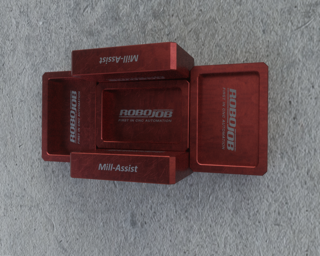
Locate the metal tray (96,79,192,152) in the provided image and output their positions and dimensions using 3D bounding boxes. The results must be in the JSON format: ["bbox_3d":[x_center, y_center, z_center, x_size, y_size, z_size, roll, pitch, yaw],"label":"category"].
[{"bbox_3d":[-0.021,-0.016,0.414,0.130,0.030,0.089,1,90,19],"label":"metal tray"}]

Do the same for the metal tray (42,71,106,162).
[{"bbox_3d":[-0.125,-0.016,0.450,0.090,0.030,0.129,1,90,19],"label":"metal tray"}]

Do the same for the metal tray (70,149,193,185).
[{"bbox_3d":[-0.032,0.044,0.384,0.130,0.090,0.030,0,90,19],"label":"metal tray"}]

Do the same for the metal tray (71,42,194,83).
[{"bbox_3d":[-0.031,-0.076,0.386,0.130,0.090,0.030,0,90,19],"label":"metal tray"}]

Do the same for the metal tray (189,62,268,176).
[{"bbox_3d":[0.084,-0.011,0.377,0.090,0.030,0.129,1,90,19],"label":"metal tray"}]
